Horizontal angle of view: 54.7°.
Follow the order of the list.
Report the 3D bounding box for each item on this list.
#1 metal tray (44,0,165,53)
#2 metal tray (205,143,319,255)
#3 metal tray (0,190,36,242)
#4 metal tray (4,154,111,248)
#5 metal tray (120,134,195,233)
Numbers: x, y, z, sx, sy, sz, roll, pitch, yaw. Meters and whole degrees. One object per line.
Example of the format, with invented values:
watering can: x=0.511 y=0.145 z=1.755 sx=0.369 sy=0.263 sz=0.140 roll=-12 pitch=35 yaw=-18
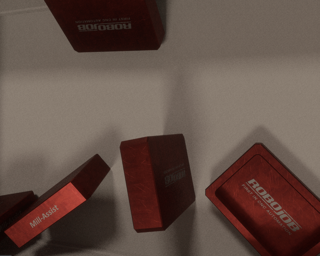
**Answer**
metal tray: x=-0.068 y=-0.142 z=0.398 sx=0.130 sy=0.090 sz=0.030 roll=3 pitch=56 yaw=19
metal tray: x=0.130 y=0.092 z=0.361 sx=0.090 sy=0.030 sz=0.130 roll=-46 pitch=76 yaw=14
metal tray: x=-0.248 y=0.137 z=0.437 sx=0.090 sy=0.130 sz=0.030 roll=-12 pitch=103 yaw=17
metal tray: x=-0.135 y=0.095 z=0.419 sx=0.130 sy=0.090 sz=0.030 roll=-36 pitch=98 yaw=16
metal tray: x=0.004 y=0.054 z=0.353 sx=0.030 sy=0.130 sz=0.089 roll=-12 pitch=86 yaw=19
